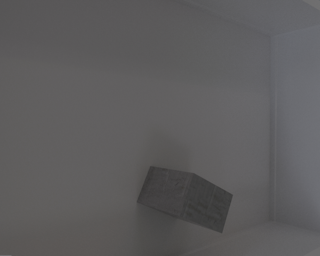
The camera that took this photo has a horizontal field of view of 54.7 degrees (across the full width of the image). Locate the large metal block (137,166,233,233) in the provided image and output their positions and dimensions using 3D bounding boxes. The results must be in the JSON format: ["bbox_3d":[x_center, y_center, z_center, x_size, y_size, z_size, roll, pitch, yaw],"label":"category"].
[{"bbox_3d":[0.032,0.091,0.398,0.080,0.080,0.050,32,70,-36],"label":"large metal block"}]
